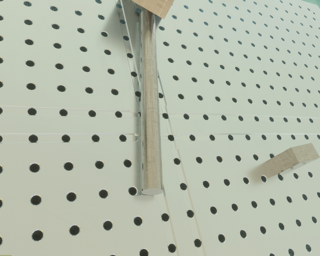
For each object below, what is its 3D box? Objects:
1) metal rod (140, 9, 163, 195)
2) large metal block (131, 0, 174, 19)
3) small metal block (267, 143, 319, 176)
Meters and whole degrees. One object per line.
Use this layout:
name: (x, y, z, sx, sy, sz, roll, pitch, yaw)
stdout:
metal rod: (-0.015, -0.055, 0.433, 0.025, 0.025, 0.299, 11, 57, -22)
large metal block: (-0.017, -0.219, 0.494, 0.080, 0.050, 0.080, 27, 20, -12)
small metal block: (0.203, 0.048, 0.472, 0.050, 0.050, 0.025, -7, 66, -31)
